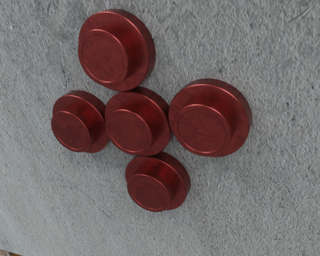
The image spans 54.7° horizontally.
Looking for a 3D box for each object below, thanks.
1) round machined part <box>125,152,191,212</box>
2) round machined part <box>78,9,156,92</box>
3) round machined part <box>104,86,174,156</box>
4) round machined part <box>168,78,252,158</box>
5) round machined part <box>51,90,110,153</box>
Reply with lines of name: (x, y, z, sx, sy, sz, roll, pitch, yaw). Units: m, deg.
round machined part: (-0.008, 0.083, 0.451, 0.098, 0.042, 0.097, 13, 124, 20)
round machined part: (-0.058, -0.089, 0.372, 0.098, 0.042, 0.097, 13, 124, 20)
round machined part: (-0.032, -0.003, 0.411, 0.098, 0.042, 0.097, 13, 124, 20)
round machined part: (0.054, -0.005, 0.365, 0.098, 0.042, 0.097, 13, 124, 20)
round machined part: (-0.119, -0.003, 0.456, 0.098, 0.042, 0.097, 13, 124, 20)
